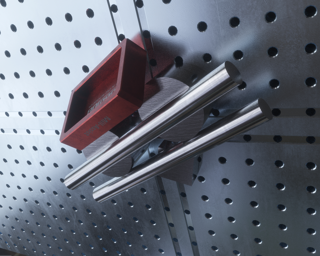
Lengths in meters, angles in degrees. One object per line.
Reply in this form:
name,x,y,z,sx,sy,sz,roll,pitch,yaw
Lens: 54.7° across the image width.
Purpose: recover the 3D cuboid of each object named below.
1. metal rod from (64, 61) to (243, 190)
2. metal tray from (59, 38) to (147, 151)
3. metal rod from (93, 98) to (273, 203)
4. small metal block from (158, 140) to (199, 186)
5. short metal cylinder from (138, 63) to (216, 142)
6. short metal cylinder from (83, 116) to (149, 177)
metal rod,-0.032,0.015,0.370,0.299,0.025,0.025,-33,100,38
metal tray,-0.071,-0.038,0.379,0.030,0.090,0.130,29,136,-32
metal rod,0.005,0.043,0.400,0.299,0.025,0.025,-32,101,38
small metal block,0.025,0.046,0.424,0.050,0.025,0.050,14,124,20
short metal cylinder,0.021,-0.031,0.365,0.080,0.050,0.079,13,124,20
short metal cylinder,-0.063,0.023,0.441,0.080,0.050,0.079,13,124,20
